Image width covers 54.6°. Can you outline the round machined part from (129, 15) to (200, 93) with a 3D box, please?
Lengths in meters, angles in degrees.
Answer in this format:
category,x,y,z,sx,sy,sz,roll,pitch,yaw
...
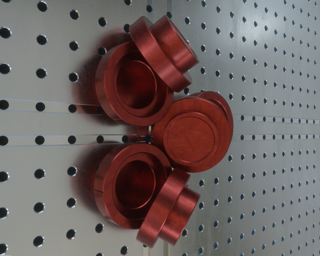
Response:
category,x,y,z,sx,sy,sz,roll,pitch,yaw
round machined part,0.011,-0.094,0.370,0.098,0.042,0.098,49,17,-20

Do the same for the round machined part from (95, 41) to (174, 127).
category,x,y,z,sx,sy,sz,roll,pitch,yaw
round machined part,-0.033,-0.050,0.368,0.099,0.042,0.097,0,90,-40

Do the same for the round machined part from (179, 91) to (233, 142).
category,x,y,z,sx,sy,sz,roll,pitch,yaw
round machined part,0.058,-0.003,0.445,0.099,0.042,0.097,0,90,-40

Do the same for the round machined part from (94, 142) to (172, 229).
category,x,y,z,sx,sy,sz,roll,pitch,yaw
round machined part,-0.035,0.065,0.368,0.099,0.042,0.097,0,90,-40

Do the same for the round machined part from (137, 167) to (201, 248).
category,x,y,z,sx,sy,sz,roll,pitch,yaw
round machined part,0.015,0.100,0.372,0.042,0.098,0.098,28,71,11

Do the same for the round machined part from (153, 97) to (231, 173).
category,x,y,z,sx,sy,sz,roll,pitch,yaw
round machined part,0.039,0.010,0.390,0.042,0.098,0.097,-56,136,-77
